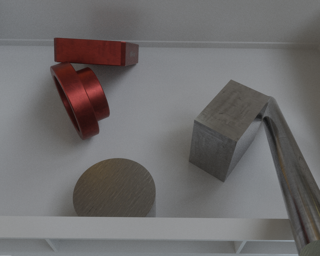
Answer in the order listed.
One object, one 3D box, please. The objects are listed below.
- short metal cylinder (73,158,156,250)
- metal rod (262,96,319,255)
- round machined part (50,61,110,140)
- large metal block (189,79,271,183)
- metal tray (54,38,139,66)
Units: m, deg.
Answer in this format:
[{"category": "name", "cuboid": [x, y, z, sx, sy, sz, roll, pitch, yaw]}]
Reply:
[{"category": "short metal cylinder", "cuboid": [-0.045, 0.078, 0.322, 0.081, 0.050, 0.080, 0, 50, 0]}, {"category": "metal rod", "cuboid": [0.120, 0.018, 0.300, 0.025, 0.025, 0.301, 11, 22, 9]}, {"category": "round machined part", "cuboid": [-0.096, -0.037, 0.387, 0.042, 0.097, 0.098, -25, 55, -19]}, {"category": "large metal block", "cuboid": [0.080, 0.004, 0.367, 0.050, 0.080, 0.080, 30, 56, 22]}, {"category": "metal tray", "cuboid": [-0.084, -0.109, 0.445, 0.091, 0.030, 0.130, 4, 14, 3]}]
